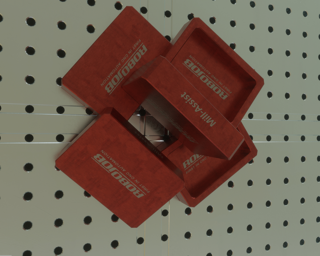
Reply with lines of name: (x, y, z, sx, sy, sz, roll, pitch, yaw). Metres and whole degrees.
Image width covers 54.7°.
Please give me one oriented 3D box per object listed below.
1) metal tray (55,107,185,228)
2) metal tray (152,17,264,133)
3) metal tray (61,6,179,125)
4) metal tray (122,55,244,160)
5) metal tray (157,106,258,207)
metal tray: (-0.045, 0.050, 0.374, 0.090, 0.030, 0.130, -43, 105, 11)
metal tray: (0.064, -0.065, 0.402, 0.130, 0.030, 0.090, 38, 78, -17)
metal tray: (-0.048, -0.075, 0.392, 0.090, 0.030, 0.130, 41, 77, -16)
metal tray: (0.023, -0.019, 0.355, 0.130, 0.090, 0.030, 42, 77, -16)
metal tray: (0.065, 0.035, 0.434, 0.131, 0.030, 0.090, -35, 102, -17)
